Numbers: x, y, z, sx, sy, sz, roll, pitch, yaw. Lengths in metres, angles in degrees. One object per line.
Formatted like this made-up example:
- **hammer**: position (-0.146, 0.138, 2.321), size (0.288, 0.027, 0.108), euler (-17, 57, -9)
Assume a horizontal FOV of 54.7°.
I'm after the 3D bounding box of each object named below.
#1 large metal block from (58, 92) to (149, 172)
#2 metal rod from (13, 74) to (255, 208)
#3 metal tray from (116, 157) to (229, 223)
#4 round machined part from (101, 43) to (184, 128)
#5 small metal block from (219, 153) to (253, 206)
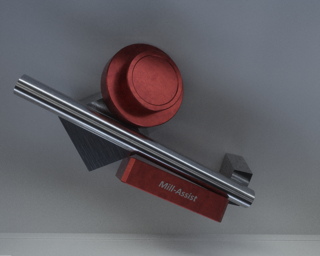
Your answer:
- **large metal block**: position (-0.067, -0.002, 0.394), size (0.080, 0.050, 0.080), euler (-21, 109, 7)
- **metal rod**: position (-0.020, 0.021, 0.362), size (0.301, 0.025, 0.025), euler (27, 108, -10)
- **metal tray**: position (0.011, 0.076, 0.400), size (0.131, 0.090, 0.030), euler (25, 81, -10)
- **round machined part**: position (-0.014, -0.050, 0.354), size (0.099, 0.042, 0.097), euler (4, 82, -28)
- **small metal block**: position (0.099, 0.069, 0.423), size (0.025, 0.050, 0.050), euler (14, 110, -5)
